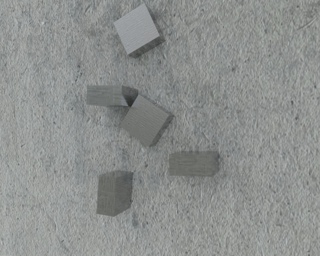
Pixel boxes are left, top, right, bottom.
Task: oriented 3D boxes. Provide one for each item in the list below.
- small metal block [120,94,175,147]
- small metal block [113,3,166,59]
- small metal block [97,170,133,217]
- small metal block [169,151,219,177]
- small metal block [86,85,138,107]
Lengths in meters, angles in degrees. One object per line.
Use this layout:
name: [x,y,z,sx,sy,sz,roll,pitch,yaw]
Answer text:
small metal block: [-0.017,-0.010,0.415,0.050,0.025,0.050,35,101,16]
small metal block: [-0.027,-0.130,0.419,0.050,0.025,0.050,-26,81,18]
small metal block: [-0.060,0.086,0.417,0.025,0.050,0.050,4,92,20]
small metal block: [0.043,0.043,0.380,0.050,0.050,0.025,-1,90,20]
small metal block: [-0.063,-0.042,0.418,0.050,0.050,0.025,2,91,20]
